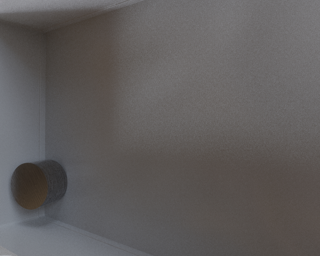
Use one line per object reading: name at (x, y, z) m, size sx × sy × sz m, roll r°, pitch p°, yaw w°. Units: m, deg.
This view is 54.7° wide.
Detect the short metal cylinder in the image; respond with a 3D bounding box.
short metal cylinder at (-0.213, 0.098, 0.548) m, size 0.080 × 0.050 × 0.079 m, roll 0°, pitch 91°, yaw 21°
